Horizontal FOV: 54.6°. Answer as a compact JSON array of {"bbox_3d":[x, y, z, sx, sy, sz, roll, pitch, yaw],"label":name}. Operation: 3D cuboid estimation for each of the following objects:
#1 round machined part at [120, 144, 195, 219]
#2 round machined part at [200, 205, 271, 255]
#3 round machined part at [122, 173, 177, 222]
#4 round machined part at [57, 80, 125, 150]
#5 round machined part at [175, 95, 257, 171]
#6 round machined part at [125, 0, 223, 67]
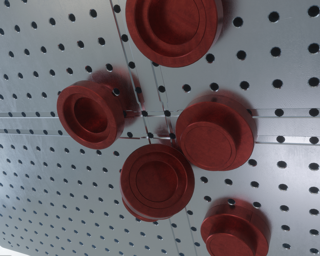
[{"bbox_3d":[-0.006,0.074,0.420,0.098,0.098,0.042,36,155,4],"label":"round machined part"},{"bbox_3d":[0.105,0.162,0.445,0.098,0.042,0.097,13,124,21],"label":"round machined part"},{"bbox_3d":[-0.019,0.105,0.476,0.098,0.042,0.097,13,124,21],"label":"round machined part"},{"bbox_3d":[-0.092,-0.021,0.436,0.098,0.042,0.097,13,124,21],"label":"round machined part"},{"bbox_3d":[0.063,0.013,0.375,0.098,0.042,0.097,13,124,21],"label":"round machined part"},{"bbox_3d":[0.017,-0.116,0.320,0.098,0.042,0.097,13,124,21],"label":"round machined part"}]
